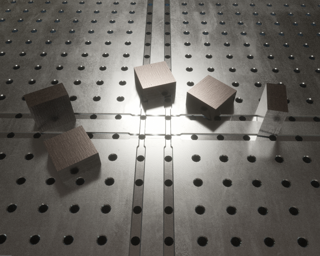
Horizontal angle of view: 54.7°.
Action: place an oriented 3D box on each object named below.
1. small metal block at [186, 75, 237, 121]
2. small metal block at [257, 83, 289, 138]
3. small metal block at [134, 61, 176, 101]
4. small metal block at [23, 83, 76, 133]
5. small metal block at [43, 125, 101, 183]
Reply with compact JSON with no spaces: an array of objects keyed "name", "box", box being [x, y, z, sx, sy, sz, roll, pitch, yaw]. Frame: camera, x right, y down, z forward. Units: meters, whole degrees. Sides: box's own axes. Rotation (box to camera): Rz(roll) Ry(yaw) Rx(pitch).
[{"name":"small metal block","box":[0.073,-0.044,0.446,0.050,0.025,0.050,36,58,26]},{"name":"small metal block","box":[0.149,-0.024,0.413,0.025,0.050,0.050,9,51,7]},{"name":"small metal block","box":[-0.008,-0.072,0.468,0.050,0.025,0.050,-14,52,-12]},{"name":"small metal block","box":[-0.145,-0.026,0.412,0.050,0.050,0.025,-23,54,-18]},{"name":"small metal block","box":[-0.108,0.031,0.380,0.050,0.025,0.050,-25,55,-20]}]
